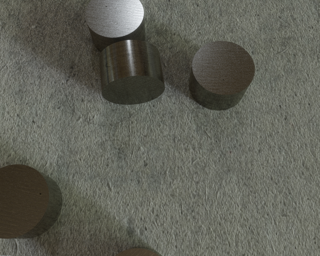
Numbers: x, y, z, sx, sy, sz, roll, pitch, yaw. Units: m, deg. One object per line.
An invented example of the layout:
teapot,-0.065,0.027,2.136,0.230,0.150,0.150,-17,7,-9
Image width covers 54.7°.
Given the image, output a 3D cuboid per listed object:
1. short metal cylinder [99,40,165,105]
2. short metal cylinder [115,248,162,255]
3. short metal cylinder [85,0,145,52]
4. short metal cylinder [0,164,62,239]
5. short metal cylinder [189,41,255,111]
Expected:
short metal cylinder,-0.037,-0.070,0.404,0.081,0.080,0.050,-8,70,-3
short metal cylinder,-0.024,0.171,0.332,0.081,0.050,0.080,0,70,0
short metal cylinder,-0.062,-0.149,0.449,0.081,0.050,0.080,0,70,0
short metal cylinder,-0.162,0.087,0.362,0.081,0.050,0.080,0,70,0
short metal cylinder,0.082,-0.070,0.421,0.081,0.050,0.080,0,70,0
